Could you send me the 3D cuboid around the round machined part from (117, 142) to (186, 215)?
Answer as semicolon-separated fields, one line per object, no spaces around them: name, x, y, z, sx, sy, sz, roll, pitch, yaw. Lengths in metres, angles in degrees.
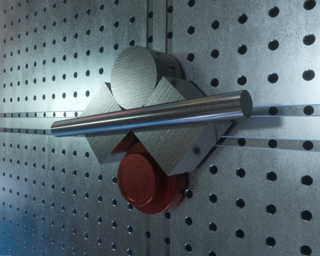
round machined part;-0.018;0.065;0.408;0.098;0.042;0.097;0;90;40

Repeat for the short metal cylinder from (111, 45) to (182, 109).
short metal cylinder;-0.018;-0.062;0.403;0.080;0.050;0.079;0;90;40

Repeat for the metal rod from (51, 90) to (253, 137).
metal rod;-0.038;-0.010;0.368;0.300;0.025;0.025;-6;86;40

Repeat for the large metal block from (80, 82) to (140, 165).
large metal block;-0.063;-0.006;0.439;0.080;0.050;0.080;-47;64;29

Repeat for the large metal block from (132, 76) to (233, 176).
large metal block;0.023;-0.003;0.366;0.080;0.050;0.080;50;120;28
